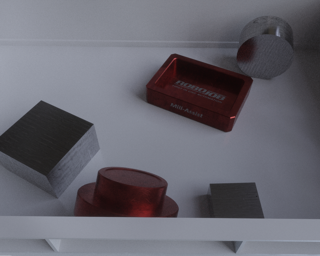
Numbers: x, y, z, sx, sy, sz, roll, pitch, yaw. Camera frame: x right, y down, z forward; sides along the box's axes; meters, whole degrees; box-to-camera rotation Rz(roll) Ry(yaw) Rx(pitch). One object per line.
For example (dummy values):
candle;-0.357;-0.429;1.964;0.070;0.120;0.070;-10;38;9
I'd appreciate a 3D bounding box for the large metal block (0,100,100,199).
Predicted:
large metal block;-0.132;0.023;0.368;0.080;0.050;0.080;23;54;18

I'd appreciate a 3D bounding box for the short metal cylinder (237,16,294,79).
short metal cylinder;0.161;-0.122;0.474;0.080;0.080;0.050;11;51;9

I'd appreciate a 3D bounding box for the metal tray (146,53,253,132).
metal tray;0.057;-0.055;0.448;0.130;0.030;0.090;22;53;17

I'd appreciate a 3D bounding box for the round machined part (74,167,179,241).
round machined part;-0.030;0.067;0.301;0.098;0.098;0.042;12;94;10

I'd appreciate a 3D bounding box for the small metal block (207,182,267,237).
small metal block;0.080;0.087;0.333;0.050;0.025;0.050;-1;50;-2
